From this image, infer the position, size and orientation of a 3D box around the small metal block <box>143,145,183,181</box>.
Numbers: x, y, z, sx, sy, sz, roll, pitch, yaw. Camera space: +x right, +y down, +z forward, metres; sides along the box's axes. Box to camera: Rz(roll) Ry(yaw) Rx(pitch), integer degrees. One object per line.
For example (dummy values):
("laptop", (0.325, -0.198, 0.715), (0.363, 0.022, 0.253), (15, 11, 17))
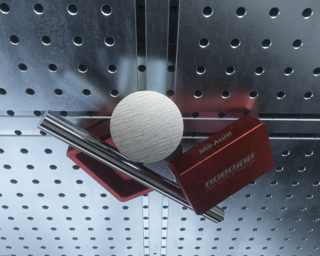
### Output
("small metal block", (0.005, 0.036, 0.421), (0.050, 0.050, 0.025), (33, 123, -25))

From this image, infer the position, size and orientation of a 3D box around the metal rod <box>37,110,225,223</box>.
("metal rod", (-0.021, 0.063, 0.421), (0.301, 0.025, 0.025), (33, 123, -26))

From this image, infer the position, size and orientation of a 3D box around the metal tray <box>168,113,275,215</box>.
("metal tray", (0.085, 0.050, 0.413), (0.131, 0.030, 0.090), (-31, 128, -6))

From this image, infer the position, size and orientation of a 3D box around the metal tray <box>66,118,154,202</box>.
("metal tray", (-0.055, 0.049, 0.444), (0.090, 0.030, 0.130), (-25, 126, 20))

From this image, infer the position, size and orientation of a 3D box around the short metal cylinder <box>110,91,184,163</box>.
("short metal cylinder", (-0.017, 0.001, 0.363), (0.081, 0.080, 0.050), (6, 172, -6))
